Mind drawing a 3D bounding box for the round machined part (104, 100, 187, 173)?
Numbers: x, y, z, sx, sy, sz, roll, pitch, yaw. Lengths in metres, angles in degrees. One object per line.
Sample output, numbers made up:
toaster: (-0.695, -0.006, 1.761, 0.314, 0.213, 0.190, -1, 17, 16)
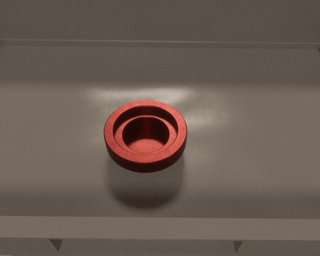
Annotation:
round machined part: (-0.017, 0.014, 0.382, 0.099, 0.042, 0.098, 0, 50, 0)
